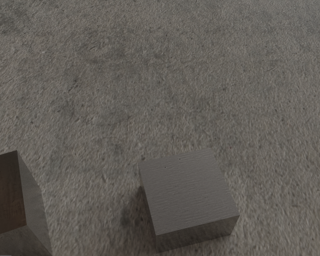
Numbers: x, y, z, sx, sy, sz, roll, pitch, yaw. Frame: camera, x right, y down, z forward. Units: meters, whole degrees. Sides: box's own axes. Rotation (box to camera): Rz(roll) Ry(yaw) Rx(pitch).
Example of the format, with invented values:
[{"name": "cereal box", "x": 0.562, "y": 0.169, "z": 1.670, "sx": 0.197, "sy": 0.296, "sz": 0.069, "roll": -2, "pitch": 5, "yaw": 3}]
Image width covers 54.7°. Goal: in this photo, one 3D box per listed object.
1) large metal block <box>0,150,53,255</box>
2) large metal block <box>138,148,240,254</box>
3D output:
[{"name": "large metal block", "x": -0.145, "y": 0.082, "z": 0.297, "sx": 0.050, "sy": 0.080, "sz": 0.080, "roll": -17, "pitch": 52, "yaw": -14}, {"name": "large metal block", "x": 0.026, "y": 0.074, "z": 0.325, "sx": 0.081, "sy": 0.050, "sz": 0.080, "roll": -11, "pitch": 51, "yaw": -9}]
